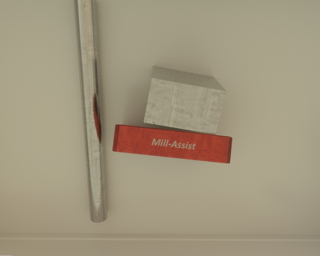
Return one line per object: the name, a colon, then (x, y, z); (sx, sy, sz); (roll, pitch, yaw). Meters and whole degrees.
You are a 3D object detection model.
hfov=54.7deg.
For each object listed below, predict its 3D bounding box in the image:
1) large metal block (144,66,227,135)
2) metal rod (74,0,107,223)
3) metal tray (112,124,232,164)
large metal block: (0.026, -0.036, 0.369); (0.081, 0.080, 0.050); (10, 110, -4)
metal rod: (-0.088, -0.007, 0.407); (0.025, 0.025, 0.298); (1, 110, -1)
metal tray: (0.012, 0.020, 0.381); (0.131, 0.090, 0.030); (6, 87, -3)
